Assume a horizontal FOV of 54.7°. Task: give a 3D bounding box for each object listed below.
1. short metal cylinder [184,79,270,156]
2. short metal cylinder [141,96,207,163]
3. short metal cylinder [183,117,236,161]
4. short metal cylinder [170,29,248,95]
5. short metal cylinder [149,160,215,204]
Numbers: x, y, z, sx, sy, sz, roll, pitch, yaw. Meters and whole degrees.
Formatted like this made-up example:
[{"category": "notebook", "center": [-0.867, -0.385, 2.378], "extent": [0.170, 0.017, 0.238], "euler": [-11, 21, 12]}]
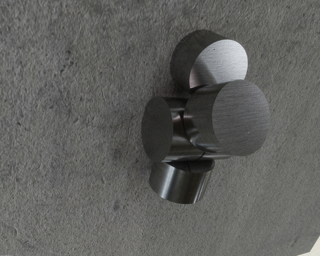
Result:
[{"category": "short metal cylinder", "center": [0.074, -0.010, 0.342], "extent": [0.081, 0.050, 0.079], "euler": [0, 90, -29]}, {"category": "short metal cylinder", "center": [0.017, 0.002, 0.385], "extent": [0.050, 0.080, 0.079], "euler": [1, 118, -29]}, {"category": "short metal cylinder", "center": [0.063, 0.003, 0.410], "extent": [0.050, 0.080, 0.079], "euler": [1, 118, -28]}, {"category": "short metal cylinder", "center": [0.059, -0.075, 0.381], "extent": [0.081, 0.050, 0.079], "euler": [-14, 125, -21]}, {"category": "short metal cylinder", "center": [0.029, 0.059, 0.427], "extent": [0.081, 0.080, 0.050], "euler": [0, 118, -29]}]
